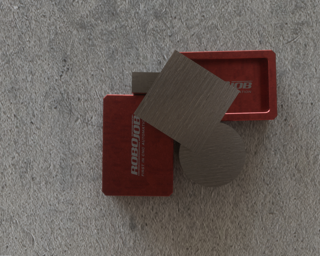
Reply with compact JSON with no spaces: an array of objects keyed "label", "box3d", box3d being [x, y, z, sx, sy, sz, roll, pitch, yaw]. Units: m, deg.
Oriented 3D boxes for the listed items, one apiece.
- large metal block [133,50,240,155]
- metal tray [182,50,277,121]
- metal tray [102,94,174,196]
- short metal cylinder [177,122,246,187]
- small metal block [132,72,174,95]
[{"label":"large metal block","box3d":[0.028,-0.027,0.347,0.080,0.050,0.080,33,90,0]},{"label":"metal tray","box3d":[0.084,-0.054,0.409,0.131,0.030,0.089,-2,90,0]},{"label":"metal tray","box3d":[-0.028,0.022,0.409,0.091,0.030,0.129,1,90,0]},{"label":"short metal cylinder","box3d":[0.064,0.032,0.399,0.080,0.050,0.080,0,90,0]},{"label":"small metal block","box3d":[-0.009,-0.055,0.399,0.050,0.050,0.025,1,90,0]}]
